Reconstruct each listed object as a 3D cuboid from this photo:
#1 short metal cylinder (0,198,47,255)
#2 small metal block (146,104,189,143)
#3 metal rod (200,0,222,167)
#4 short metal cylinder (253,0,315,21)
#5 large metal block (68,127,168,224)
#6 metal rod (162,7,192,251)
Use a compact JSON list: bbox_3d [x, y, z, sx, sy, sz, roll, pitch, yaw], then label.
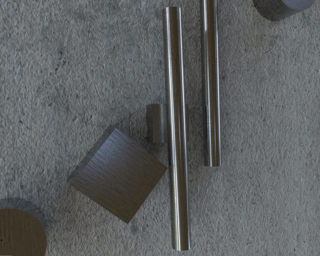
[{"bbox_3d":[-0.165,0.121,0.335,0.081,0.050,0.080,0,90,-20],"label":"short metal cylinder"},{"bbox_3d":[0.010,-0.006,0.413,0.050,0.025,0.050,-1,91,-20],"label":"small metal block"},{"bbox_3d":[0.070,-0.096,0.435,0.025,0.025,0.298,-2,91,-20],"label":"metal rod"},{"bbox_3d":[0.187,-0.208,0.465,0.081,0.050,0.080,0,90,-20],"label":"short metal cylinder"},{"bbox_3d":[-0.052,0.055,0.377,0.080,0.050,0.080,40,77,-16],"label":"large metal block"},{"bbox_3d":[0.021,0.002,0.390,0.025,0.025,0.298,-3,91,-20],"label":"metal rod"}]
